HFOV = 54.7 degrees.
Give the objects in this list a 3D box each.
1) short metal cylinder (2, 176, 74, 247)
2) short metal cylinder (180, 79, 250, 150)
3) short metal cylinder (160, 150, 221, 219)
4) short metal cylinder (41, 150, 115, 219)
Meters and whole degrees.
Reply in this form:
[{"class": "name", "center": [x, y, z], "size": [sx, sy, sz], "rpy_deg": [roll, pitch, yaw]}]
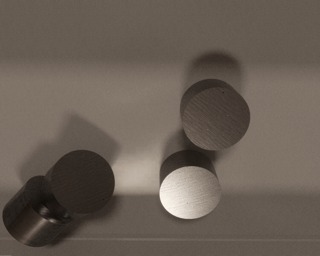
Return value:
[{"class": "short metal cylinder", "center": [-0.161, 0.112, 0.421], "size": [0.080, 0.080, 0.050], "rpy_deg": [42, 105, -14]}, {"class": "short metal cylinder", "center": [0.067, -0.018, 0.392], "size": [0.081, 0.050, 0.079], "rpy_deg": [0, 110, -1]}, {"class": "short metal cylinder", "center": [0.040, 0.077, 0.427], "size": [0.081, 0.050, 0.079], "rpy_deg": [0, 110, -1]}, {"class": "short metal cylinder", "center": [-0.106, 0.074, 0.400], "size": [0.080, 0.080, 0.050], "rpy_deg": [38, 143, -13]}]
